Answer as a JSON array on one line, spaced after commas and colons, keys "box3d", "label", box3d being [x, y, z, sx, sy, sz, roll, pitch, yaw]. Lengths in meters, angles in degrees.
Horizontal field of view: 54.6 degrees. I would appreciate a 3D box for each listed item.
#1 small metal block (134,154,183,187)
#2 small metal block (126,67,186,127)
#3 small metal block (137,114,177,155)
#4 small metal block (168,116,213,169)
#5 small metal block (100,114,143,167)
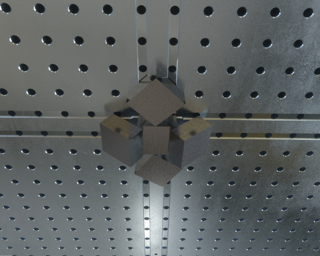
[{"box3d": [-0.002, 0.055, 0.457, 0.050, 0.025, 0.050, 28, 125, -20], "label": "small metal block"}, {"box3d": [-0.005, -0.037, 0.380, 0.050, 0.025, 0.050, -37, 121, 26], "label": "small metal block"}, {"box3d": [-0.004, 0.009, 0.418, 0.050, 0.025, 0.050, 1, 129, -1], "label": "small metal block"}, {"box3d": [0.039, 0.019, 0.410, 0.050, 0.025, 0.050, -27, 139, -31], "label": "small metal block"}, {"box3d": [-0.050, 0.016, 0.408, 0.050, 0.025, 0.050, 27, 137, 25], "label": "small metal block"}]
